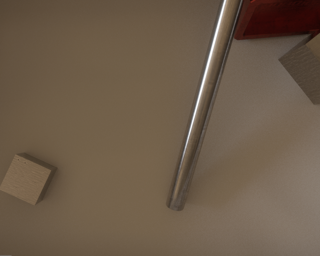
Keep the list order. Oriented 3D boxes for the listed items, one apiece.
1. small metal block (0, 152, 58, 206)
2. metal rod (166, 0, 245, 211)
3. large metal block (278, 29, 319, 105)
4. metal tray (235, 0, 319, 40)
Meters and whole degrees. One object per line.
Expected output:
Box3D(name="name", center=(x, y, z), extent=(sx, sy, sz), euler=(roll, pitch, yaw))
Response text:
Box3D(name="small metal block", center=(-0.173, 0.066, 0.409), extent=(0.050, 0.025, 0.050), euler=(25, 90, -1))
Box3D(name="metal rod", center=(0.053, -0.035, 0.369), extent=(0.025, 0.025, 0.298), euler=(13, 107, -1))
Box3D(name="large metal block", center=(0.207, -0.078, 0.387), extent=(0.050, 0.080, 0.080), euler=(-39, 91, 0))
Box3D(name="metal tray", center=(0.162, -0.148, 0.378), extent=(0.131, 0.090, 0.030), euler=(-5, 78, -1))
